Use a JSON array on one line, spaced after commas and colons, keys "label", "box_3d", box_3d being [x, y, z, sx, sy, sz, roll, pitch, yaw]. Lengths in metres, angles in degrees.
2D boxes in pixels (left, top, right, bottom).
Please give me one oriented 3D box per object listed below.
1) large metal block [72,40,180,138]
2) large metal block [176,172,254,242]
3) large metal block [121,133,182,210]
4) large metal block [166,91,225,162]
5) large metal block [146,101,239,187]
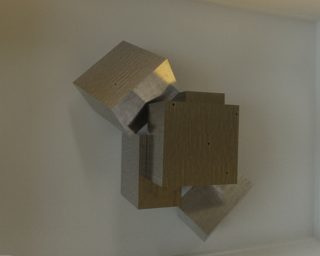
[{"label": "large metal block", "box_3d": [-0.038, -0.047, 0.358, 0.080, 0.080, 0.050, -45, 139, -15]}, {"label": "large metal block", "box_3d": [0.067, 0.094, 0.396, 0.080, 0.080, 0.050, -43, 69, -15]}, {"label": "large metal block", "box_3d": [-0.013, 0.047, 0.375, 0.050, 0.080, 0.080, 1, 90, -20]}, {"label": "large metal block", "box_3d": [0.038, -0.001, 0.392, 0.050, 0.080, 0.080, 1, 90, -20]}, {"label": "large metal block", "box_3d": [0.033, 0.015, 0.322, 0.081, 0.050, 0.080, 2, 90, -20]}]
